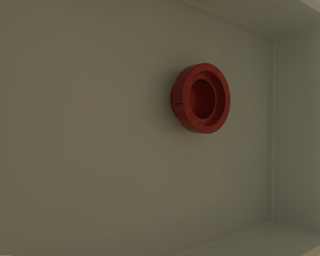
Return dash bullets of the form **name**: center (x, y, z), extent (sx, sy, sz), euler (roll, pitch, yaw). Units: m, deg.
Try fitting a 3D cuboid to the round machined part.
- **round machined part**: center (0.053, -0.041, 0.443), extent (0.099, 0.042, 0.097), euler (0, 90, -40)
